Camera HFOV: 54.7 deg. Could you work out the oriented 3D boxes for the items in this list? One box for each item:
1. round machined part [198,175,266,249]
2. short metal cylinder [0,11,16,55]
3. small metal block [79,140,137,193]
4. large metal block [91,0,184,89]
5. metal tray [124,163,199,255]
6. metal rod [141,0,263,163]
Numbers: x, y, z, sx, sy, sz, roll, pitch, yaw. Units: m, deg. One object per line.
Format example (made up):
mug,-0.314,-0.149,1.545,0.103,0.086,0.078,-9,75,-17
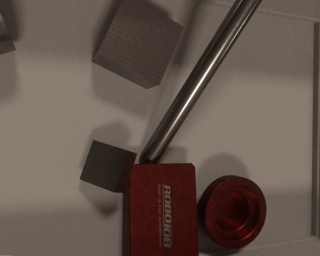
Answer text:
round machined part,0.097,0.115,0.439,0.099,0.042,0.097,0,90,-21
short metal cylinder,-0.187,-0.110,0.312,0.050,0.080,0.080,-23,98,-19
small metal block,-0.062,0.046,0.374,0.050,0.025,0.050,15,83,24
large metal block,-0.029,-0.104,0.387,0.080,0.050,0.080,25,82,-19
metal tray,0.001,0.111,0.399,0.091,0.030,0.129,2,81,-20
metal rod,0.062,-0.082,0.365,0.025,0.025,0.298,26,108,-19
